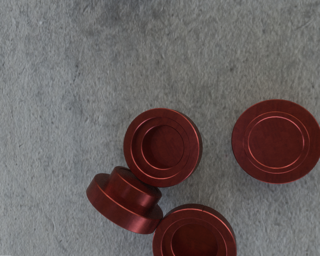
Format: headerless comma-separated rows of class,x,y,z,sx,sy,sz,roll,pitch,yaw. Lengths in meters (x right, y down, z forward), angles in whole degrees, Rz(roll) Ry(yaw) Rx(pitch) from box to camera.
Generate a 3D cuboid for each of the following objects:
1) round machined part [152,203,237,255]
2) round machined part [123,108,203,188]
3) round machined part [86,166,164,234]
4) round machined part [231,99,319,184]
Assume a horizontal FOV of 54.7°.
round machined part,0.043,0.140,0.380,0.098,0.042,0.097,1,94,13
round machined part,0.006,0.024,0.397,0.098,0.042,0.097,0,90,19
round machined part,-0.037,0.083,0.383,0.098,0.098,0.042,33,94,16
round machined part,0.132,0.016,0.354,0.098,0.042,0.097,0,90,19
